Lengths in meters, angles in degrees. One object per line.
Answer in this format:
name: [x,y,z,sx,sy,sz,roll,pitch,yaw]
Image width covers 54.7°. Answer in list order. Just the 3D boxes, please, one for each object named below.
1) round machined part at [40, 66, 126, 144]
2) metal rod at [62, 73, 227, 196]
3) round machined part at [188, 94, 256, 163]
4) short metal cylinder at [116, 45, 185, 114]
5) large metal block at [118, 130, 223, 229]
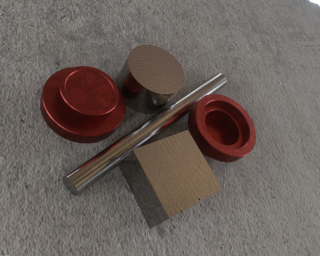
round machined part: [-0.087,-0.034,0.368,0.099,0.042,0.098,14,56,-21]
metal rod: [0.003,-0.009,0.413,0.025,0.025,0.302,49,51,6]
round machined part: [0.082,0.004,0.436,0.099,0.042,0.098,14,56,-21]
short metal cylinder: [-0.014,-0.065,0.421,0.081,0.050,0.080,14,56,-21]
large metal block: [0.011,0.058,0.361,0.081,0.050,0.080,-19,72,-35]
